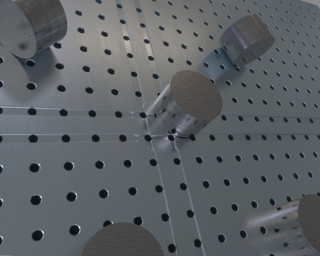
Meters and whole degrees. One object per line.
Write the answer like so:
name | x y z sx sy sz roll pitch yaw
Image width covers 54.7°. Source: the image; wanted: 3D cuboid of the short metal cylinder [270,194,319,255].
short metal cylinder | 0.198 0.135 0.416 0.081 0.050 0.080 14 56 -21

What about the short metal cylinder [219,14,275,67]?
short metal cylinder | 0.153 -0.153 0.548 0.081 0.080 0.050 -17 71 -35

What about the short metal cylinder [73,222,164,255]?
short metal cylinder | -0.041 0.134 0.288 0.081 0.050 0.080 14 56 -21

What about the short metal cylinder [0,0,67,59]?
short metal cylinder | -0.159 -0.130 0.367 0.080 0.080 0.050 41 51 -1

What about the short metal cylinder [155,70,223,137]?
short metal cylinder | 0.039 -0.034 0.433 0.081 0.050 0.080 14 56 -21
